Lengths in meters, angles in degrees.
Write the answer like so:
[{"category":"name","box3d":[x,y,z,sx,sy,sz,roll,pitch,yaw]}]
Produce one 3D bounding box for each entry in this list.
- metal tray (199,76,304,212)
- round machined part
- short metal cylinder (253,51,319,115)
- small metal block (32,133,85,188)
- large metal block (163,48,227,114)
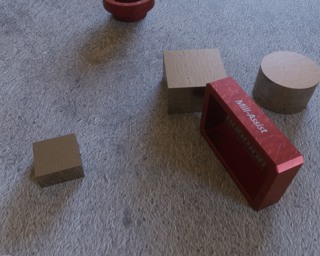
[{"category":"metal tray","box3d":[0.092,0.016,0.348,0.030,0.090,0.130,-19,53,-15]},{"category":"round machined part","box3d":[-0.059,-0.238,0.592,0.099,0.042,0.098,0,50,0]},{"category":"short metal cylinder","box3d":[0.179,-0.065,0.443,0.081,0.050,0.080,0,50,0]},{"category":"small metal block","box3d":[-0.121,0.038,0.370,0.050,0.025,0.050,-14,52,-12]},{"category":"large metal block","box3d":[0.048,-0.068,0.445,0.081,0.050,0.080,-3,50,-3]}]
